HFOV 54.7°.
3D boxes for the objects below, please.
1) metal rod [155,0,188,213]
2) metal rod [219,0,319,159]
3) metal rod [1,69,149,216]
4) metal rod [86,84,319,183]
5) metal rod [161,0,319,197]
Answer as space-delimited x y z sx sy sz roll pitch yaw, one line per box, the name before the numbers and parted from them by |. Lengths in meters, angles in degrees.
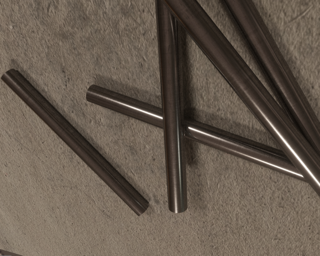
metal rod | 0.014 -0.035 0.351 0.025 0.025 0.298 6 113 24
metal rod | 0.090 -0.094 0.300 0.025 0.025 0.299 -26 105 36
metal rod | -0.130 0.025 0.488 0.300 0.025 0.025 46 129 -5
metal rod | 0.042 0.003 0.385 0.301 0.025 0.025 20 126 15
metal rod | 0.095 -0.030 0.304 0.300 0.025 0.025 49 128 -8
